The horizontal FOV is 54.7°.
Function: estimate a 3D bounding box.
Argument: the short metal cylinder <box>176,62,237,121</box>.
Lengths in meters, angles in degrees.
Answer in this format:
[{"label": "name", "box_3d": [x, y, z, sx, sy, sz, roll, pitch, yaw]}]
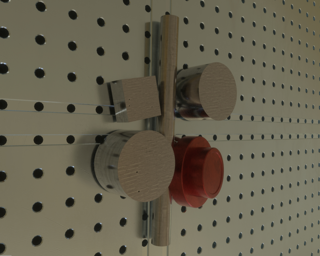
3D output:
[{"label": "short metal cylinder", "box_3d": [0.064, -0.050, 0.442, 0.081, 0.050, 0.079, 0, 90, -40]}]

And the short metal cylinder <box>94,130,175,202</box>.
[{"label": "short metal cylinder", "box_3d": [-0.029, 0.042, 0.363, 0.081, 0.050, 0.079, 0, 90, -40]}]

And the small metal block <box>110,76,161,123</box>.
[{"label": "small metal block", "box_3d": [-0.029, -0.036, 0.380, 0.050, 0.025, 0.050, -15, 99, -39]}]

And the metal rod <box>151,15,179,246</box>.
[{"label": "metal rod", "box_3d": [0.007, 0.002, 0.410, 0.025, 0.025, 0.298, 4, 88, -40]}]

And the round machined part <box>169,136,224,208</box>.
[{"label": "round machined part", "box_3d": [0.055, 0.060, 0.424, 0.099, 0.042, 0.097, 1, 89, -56]}]
